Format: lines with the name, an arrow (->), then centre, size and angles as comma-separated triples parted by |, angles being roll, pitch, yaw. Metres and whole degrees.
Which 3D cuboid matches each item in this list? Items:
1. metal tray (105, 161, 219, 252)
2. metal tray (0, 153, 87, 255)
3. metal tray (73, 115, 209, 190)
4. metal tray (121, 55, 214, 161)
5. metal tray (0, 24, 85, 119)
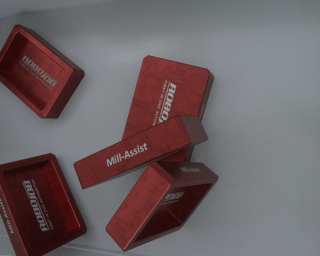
metal tray -> 0.009, 0.082, 0.349 | 0.030, 0.131, 0.090 | 40, 103, 27
metal tray -> -0.169, 0.106, 0.430 | 0.030, 0.091, 0.130 | -36, 76, 37
metal tray -> -0.018, 0.026, 0.349 | 0.130, 0.090, 0.030 | -25, 82, 18
metal tray -> 0.008, -0.021, 0.405 | 0.090, 0.030, 0.129 | 17, 96, 19
metal tray -> -0.189, -0.086, 0.474 | 0.130, 0.030, 0.090 | 38, 102, 15
